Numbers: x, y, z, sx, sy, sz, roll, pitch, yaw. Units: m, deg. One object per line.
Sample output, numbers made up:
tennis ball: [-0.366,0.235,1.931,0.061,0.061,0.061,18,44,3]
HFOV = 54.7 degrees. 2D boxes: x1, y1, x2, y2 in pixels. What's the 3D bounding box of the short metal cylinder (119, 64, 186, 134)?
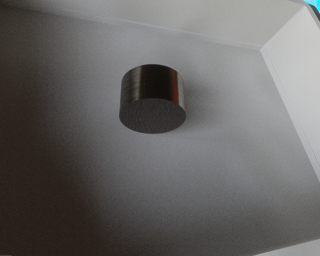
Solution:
short metal cylinder: [-0.009,-0.034,0.388,0.081,0.080,0.050,13,57,-22]
